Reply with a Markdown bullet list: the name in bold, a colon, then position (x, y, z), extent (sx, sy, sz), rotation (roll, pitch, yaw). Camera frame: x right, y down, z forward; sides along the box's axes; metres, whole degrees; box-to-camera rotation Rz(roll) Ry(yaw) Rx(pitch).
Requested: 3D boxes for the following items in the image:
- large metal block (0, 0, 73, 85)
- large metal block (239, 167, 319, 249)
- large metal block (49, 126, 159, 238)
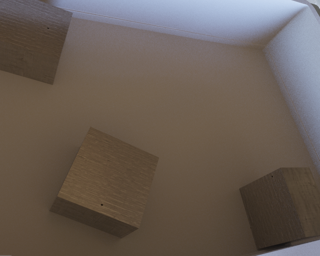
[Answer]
- **large metal block**: position (-0.157, -0.108, 0.371), extent (0.081, 0.050, 0.080), rotation (15, 56, -20)
- **large metal block**: position (0.156, 0.102, 0.392), extent (0.050, 0.080, 0.080), rotation (3, 60, -27)
- **large metal block**: position (-0.056, 0.058, 0.324), extent (0.080, 0.050, 0.080), rotation (26, 53, -12)
